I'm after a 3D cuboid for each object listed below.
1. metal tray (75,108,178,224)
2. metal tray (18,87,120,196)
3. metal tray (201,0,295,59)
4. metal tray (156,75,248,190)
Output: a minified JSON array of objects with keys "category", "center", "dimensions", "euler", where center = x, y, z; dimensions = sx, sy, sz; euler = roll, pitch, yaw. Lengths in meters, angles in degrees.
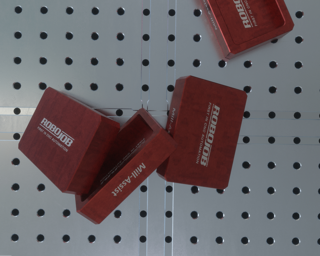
[{"category":"metal tray","center":[-0.047,0.041,0.377],"dimensions":[0.130,0.090,0.030],"euler":[-44,117,1]},{"category":"metal tray","center":[-0.114,0.011,0.371],"dimensions":[0.130,0.030,0.090],"euler":[26,90,41]},{"category":"metal tray","center":[0.107,-0.169,0.411],"dimensions":[0.090,0.030,0.130],"euler":[-23,90,0]},{"category":"metal tray","center":[0.054,0.007,0.396],"dimensions":[0.091,0.030,0.129],"euler":[12,90,-21]}]
